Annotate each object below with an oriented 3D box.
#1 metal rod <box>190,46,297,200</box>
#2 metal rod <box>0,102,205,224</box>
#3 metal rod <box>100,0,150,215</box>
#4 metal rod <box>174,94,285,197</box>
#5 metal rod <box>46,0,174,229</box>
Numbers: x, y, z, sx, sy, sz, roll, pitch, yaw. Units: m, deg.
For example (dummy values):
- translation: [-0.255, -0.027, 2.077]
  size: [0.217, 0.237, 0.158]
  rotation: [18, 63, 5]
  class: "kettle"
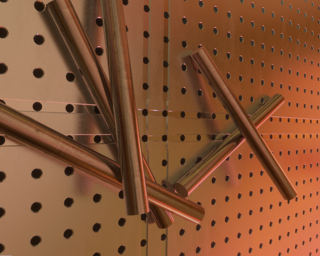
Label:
- translation: [0.141, 0.001, 0.499]
  size: [0.025, 0.025, 0.299]
  rotation: [-46, 108, -30]
  class: "metal rod"
- translation: [-0.061, 0.044, 0.338]
  size: [0.301, 0.025, 0.025]
  rotation: [33, 70, -29]
  class: "metal rod"
- translation: [-0.043, -0.058, 0.341]
  size: [0.025, 0.025, 0.298]
  rotation: [-2, 82, -40]
  class: "metal rod"
- translation: [0.131, 0.016, 0.522]
  size: [0.302, 0.025, 0.025]
  rotation: [-35, 112, -35]
  class: "metal rod"
- translation: [-0.049, -0.002, 0.369]
  size: [0.025, 0.025, 0.299]
  rotation: [-37, 113, -34]
  class: "metal rod"
